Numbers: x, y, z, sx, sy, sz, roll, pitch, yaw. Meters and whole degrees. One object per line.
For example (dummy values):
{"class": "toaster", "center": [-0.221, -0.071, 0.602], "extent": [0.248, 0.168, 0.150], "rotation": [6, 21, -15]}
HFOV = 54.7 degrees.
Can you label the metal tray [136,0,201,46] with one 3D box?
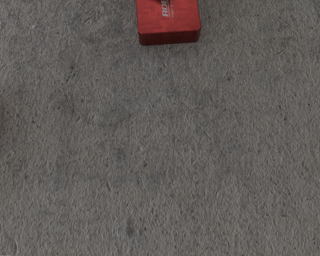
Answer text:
{"class": "metal tray", "center": [0.009, -0.192, 0.475], "extent": [0.091, 0.030, 0.130], "rotation": [-4, 70, -2]}
